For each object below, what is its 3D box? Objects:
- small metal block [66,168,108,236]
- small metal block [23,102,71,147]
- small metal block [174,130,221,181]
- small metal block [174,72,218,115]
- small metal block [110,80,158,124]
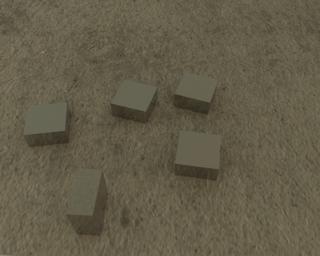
[{"bbox_3d":[-0.073,0.077,0.321,0.025,0.050,0.050,3,50,2],"label":"small metal block"},{"bbox_3d":[-0.146,-0.005,0.405,0.050,0.025,0.050,-6,50,-6],"label":"small metal block"},{"bbox_3d":[0.046,0.033,0.376,0.050,0.025,0.050,7,50,5],"label":"small metal block"},{"bbox_3d":[0.052,-0.051,0.446,0.050,0.025,0.050,16,52,12],"label":"small metal block"},{"bbox_3d":[-0.035,-0.037,0.434,0.050,0.025,0.050,14,51,11],"label":"small metal block"}]
